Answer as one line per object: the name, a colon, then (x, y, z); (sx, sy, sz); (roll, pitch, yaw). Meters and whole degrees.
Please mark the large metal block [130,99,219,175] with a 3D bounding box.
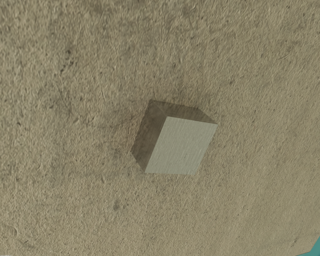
large metal block: (0.018, 0.014, 0.412); (0.081, 0.050, 0.079); (8, 114, -32)
